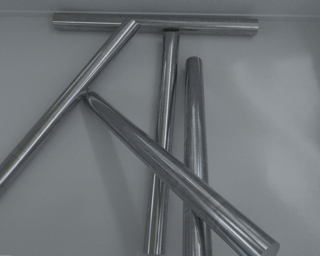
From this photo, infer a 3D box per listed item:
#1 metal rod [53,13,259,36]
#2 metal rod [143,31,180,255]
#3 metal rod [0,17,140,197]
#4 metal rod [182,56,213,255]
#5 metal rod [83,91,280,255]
[{"bbox_3d":[-0.006,-0.156,0.466,0.302,0.025,0.025,2,70,0],"label":"metal rod"},{"bbox_3d":[0.005,0.005,0.407,0.025,0.025,0.299,4,70,1],"label":"metal rod"},{"bbox_3d":[-0.126,-0.031,0.410,0.025,0.025,0.300,34,76,11],"label":"metal rod"},{"bbox_3d":[0.039,0.015,0.342,0.025,0.025,0.300,4,46,1],"label":"metal rod"},{"bbox_3d":[-0.010,0.025,0.318,0.025,0.025,0.300,-39,43,-13],"label":"metal rod"}]
